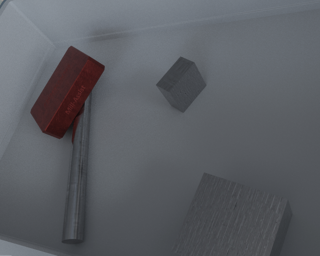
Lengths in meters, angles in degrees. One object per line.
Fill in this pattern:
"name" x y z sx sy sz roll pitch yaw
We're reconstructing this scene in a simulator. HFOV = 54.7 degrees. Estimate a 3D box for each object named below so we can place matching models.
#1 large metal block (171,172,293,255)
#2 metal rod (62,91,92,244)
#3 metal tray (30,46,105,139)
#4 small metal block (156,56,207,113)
"large metal block" 0.070 0.098 0.292 0.080 0.050 0.080 14 69 33
"metal rod" -0.117 0.013 0.457 0.025 0.025 0.299 -17 55 18
"metal tray" -0.147 -0.058 0.484 0.130 0.030 0.090 -58 41 3
"small metal block" 0.029 -0.056 0.408 0.025 0.050 0.050 34 81 38
